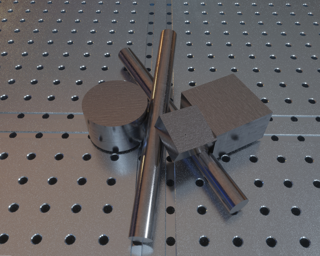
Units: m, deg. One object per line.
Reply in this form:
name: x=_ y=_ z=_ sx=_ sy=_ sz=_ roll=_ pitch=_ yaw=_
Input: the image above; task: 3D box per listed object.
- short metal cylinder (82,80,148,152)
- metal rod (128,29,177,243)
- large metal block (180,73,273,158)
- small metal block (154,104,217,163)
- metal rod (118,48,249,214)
short metal cylinder: x=-0.056 y=-0.016 z=0.400 sx=0.081 sy=0.050 sz=0.080 roll=1 pitch=50 yaw=0
metal rod: x=-0.003 y=-0.014 z=0.389 sx=0.025 sy=0.025 sz=0.300 roll=5 pitch=58 yaw=4
large metal block: x=0.081 y=-0.016 z=0.400 sx=0.081 sy=0.050 sz=0.080 roll=-21 pitch=53 yaw=-17
small metal block: x=0.029 y=0.006 z=0.357 sx=0.050 sy=0.025 sz=0.050 roll=-17 pitch=67 yaw=-24
metal rod: x=0.015 y=-0.017 z=0.417 sx=0.025 sy=0.025 sz=0.300 roll=-22 pitch=54 yaw=-18
